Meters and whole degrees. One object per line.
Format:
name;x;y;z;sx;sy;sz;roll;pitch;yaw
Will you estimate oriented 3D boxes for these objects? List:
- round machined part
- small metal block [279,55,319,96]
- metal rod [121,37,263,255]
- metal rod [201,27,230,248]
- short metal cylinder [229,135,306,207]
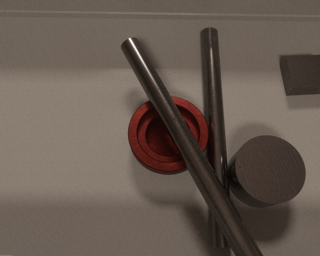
round machined part;0.010;0.012;0.396;0.099;0.042;0.098;0;70;-1
small metal block;0.204;-0.075;0.440;0.050;0.025;0.050;-3;70;-2
metal rod;0.029;0.016;0.359;0.025;0.025;0.299;-26;72;-9
metal rod;0.073;-0.002;0.411;0.025;0.025;0.299;0;70;0
short metal cylinder;0.126;0.054;0.378;0.081;0.050;0.080;0;70;0
